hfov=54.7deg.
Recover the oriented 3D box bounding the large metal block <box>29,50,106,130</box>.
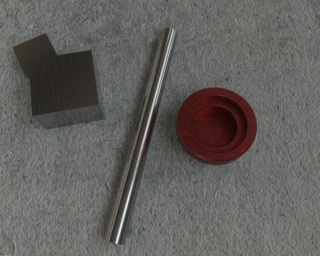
[{"bbox_3d":[-0.122,-0.050,0.412,0.081,0.050,0.080,-10,71,-4],"label":"large metal block"}]

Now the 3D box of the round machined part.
[{"bbox_3d":[0.070,0.000,0.400,0.099,0.042,0.098,0,70,-1],"label":"round machined part"}]

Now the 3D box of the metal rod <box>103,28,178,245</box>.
[{"bbox_3d":[-0.020,-0.004,0.409,0.025,0.025,0.299,12,70,4],"label":"metal rod"}]

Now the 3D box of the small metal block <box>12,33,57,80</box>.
[{"bbox_3d":[-0.173,-0.100,0.443,0.050,0.025,0.050,-27,72,-10],"label":"small metal block"}]
